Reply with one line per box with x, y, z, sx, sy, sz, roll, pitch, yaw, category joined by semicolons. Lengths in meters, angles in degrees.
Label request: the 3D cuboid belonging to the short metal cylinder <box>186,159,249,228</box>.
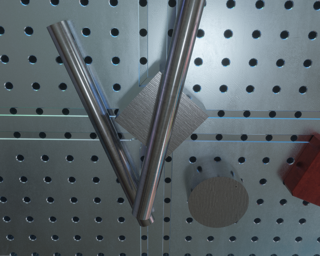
0.078;0.091;0.434;0.081;0.050;0.079;0;110;0;short metal cylinder

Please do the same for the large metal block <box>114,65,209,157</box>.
0.002;-0.020;0.393;0.080;0.050;0.080;41;105;-14;large metal block

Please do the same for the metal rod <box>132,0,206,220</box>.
0.009;-0.026;0.350;0.025;0.025;0.298;12;110;-5;metal rod

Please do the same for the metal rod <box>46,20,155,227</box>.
-0.071;0.008;0.415;0.025;0.025;0.299;-19;109;7;metal rod

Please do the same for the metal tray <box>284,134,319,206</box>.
0.258;0.074;0.440;0.131;0.030;0.089;22;109;-8;metal tray
